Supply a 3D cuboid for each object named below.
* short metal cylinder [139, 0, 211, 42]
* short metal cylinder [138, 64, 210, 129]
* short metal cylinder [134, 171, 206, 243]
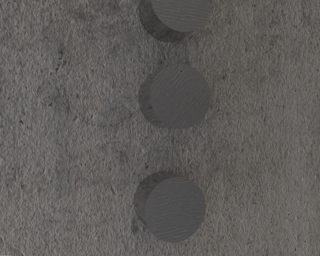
[{"bbox_3d":[0.018,-0.157,0.402,0.081,0.050,0.080,0,90,-20],"label":"short metal cylinder"},{"bbox_3d":[0.018,-0.039,0.402,0.081,0.050,0.080,0,90,-20],"label":"short metal cylinder"},{"bbox_3d":[0.011,0.099,0.400,0.081,0.050,0.080,0,90,-20],"label":"short metal cylinder"}]
